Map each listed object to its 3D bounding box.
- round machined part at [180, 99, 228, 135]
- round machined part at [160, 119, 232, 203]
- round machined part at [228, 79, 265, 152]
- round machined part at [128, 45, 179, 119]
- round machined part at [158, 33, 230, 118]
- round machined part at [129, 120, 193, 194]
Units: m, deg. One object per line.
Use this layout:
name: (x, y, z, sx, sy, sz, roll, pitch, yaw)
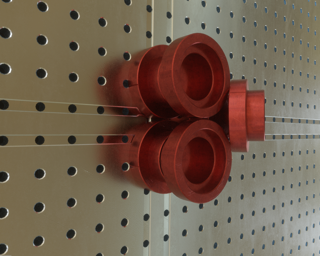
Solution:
round machined part: (0.080, -0.017, 0.464, 0.099, 0.042, 0.097, 0, 90, -40)
round machined part: (0.040, 0.038, 0.375, 0.099, 0.042, 0.097, 0, 90, -40)
round machined part: (0.118, -0.016, 0.413, 0.098, 0.042, 0.097, -1, 90, -72)
round machined part: (0.010, -0.060, 0.407, 0.099, 0.042, 0.097, 0, 90, -40)
round machined part: (0.037, -0.060, 0.372, 0.099, 0.042, 0.097, 0, 90, -40)
round machined part: (0.011, 0.038, 0.407, 0.099, 0.042, 0.097, 0, 90, -40)
